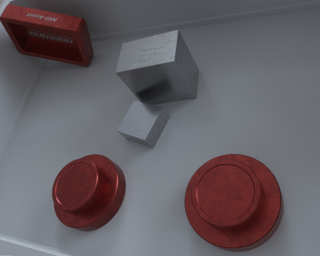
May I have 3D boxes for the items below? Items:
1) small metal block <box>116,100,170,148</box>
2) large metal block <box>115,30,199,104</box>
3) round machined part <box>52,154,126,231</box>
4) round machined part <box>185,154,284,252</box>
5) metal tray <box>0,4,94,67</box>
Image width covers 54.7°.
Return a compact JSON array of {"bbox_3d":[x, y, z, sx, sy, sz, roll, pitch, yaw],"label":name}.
[{"bbox_3d":[-0.022,-0.006,0.420,0.050,0.025,0.050,17,70,34],"label":"small metal block"},{"bbox_3d":[0.000,-0.076,0.416,0.080,0.080,0.050,-6,59,24],"label":"large metal block"},{"bbox_3d":[-0.097,0.078,0.396,0.098,0.042,0.098,-13,56,20],"label":"round machined part"},{"bbox_3d":[0.071,0.070,0.314,0.098,0.042,0.098,-13,56,20],"label":"round machined part"},{"bbox_3d":[-0.185,-0.152,0.520,0.131,0.090,0.030,11,65,3],"label":"metal tray"}]
